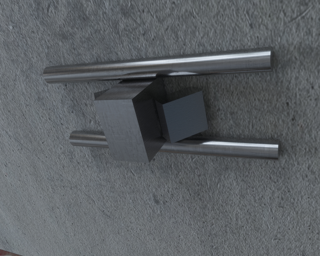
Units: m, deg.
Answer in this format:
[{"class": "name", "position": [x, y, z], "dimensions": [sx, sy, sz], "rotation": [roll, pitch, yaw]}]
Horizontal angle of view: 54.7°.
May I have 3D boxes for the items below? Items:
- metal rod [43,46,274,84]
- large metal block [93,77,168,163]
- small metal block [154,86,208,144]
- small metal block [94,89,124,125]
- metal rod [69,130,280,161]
[{"class": "metal rod", "position": [-0.023, -0.072, 0.374], "dimensions": [0.301, 0.025, 0.025], "rotation": [2, 119, 27]}, {"class": "large metal block", "position": [-0.026, -0.014, 0.379], "dimensions": [0.050, 0.080, 0.079], "rotation": [1, 119, 27]}, {"class": "small metal block", "position": [0.026, -0.016, 0.366], "dimensions": [0.025, 0.050, 0.050], "rotation": [40, 147, 60]}, {"class": "small metal block", "position": [-0.067, -0.020, 0.412], "dimensions": [0.025, 0.050, 0.050], "rotation": [-17, 116, -8]}, {"class": "metal rod", "position": [0.001, 0.021, 0.419], "dimensions": [0.301, 0.025, 0.025], "rotation": [2, 119, 27]}]
